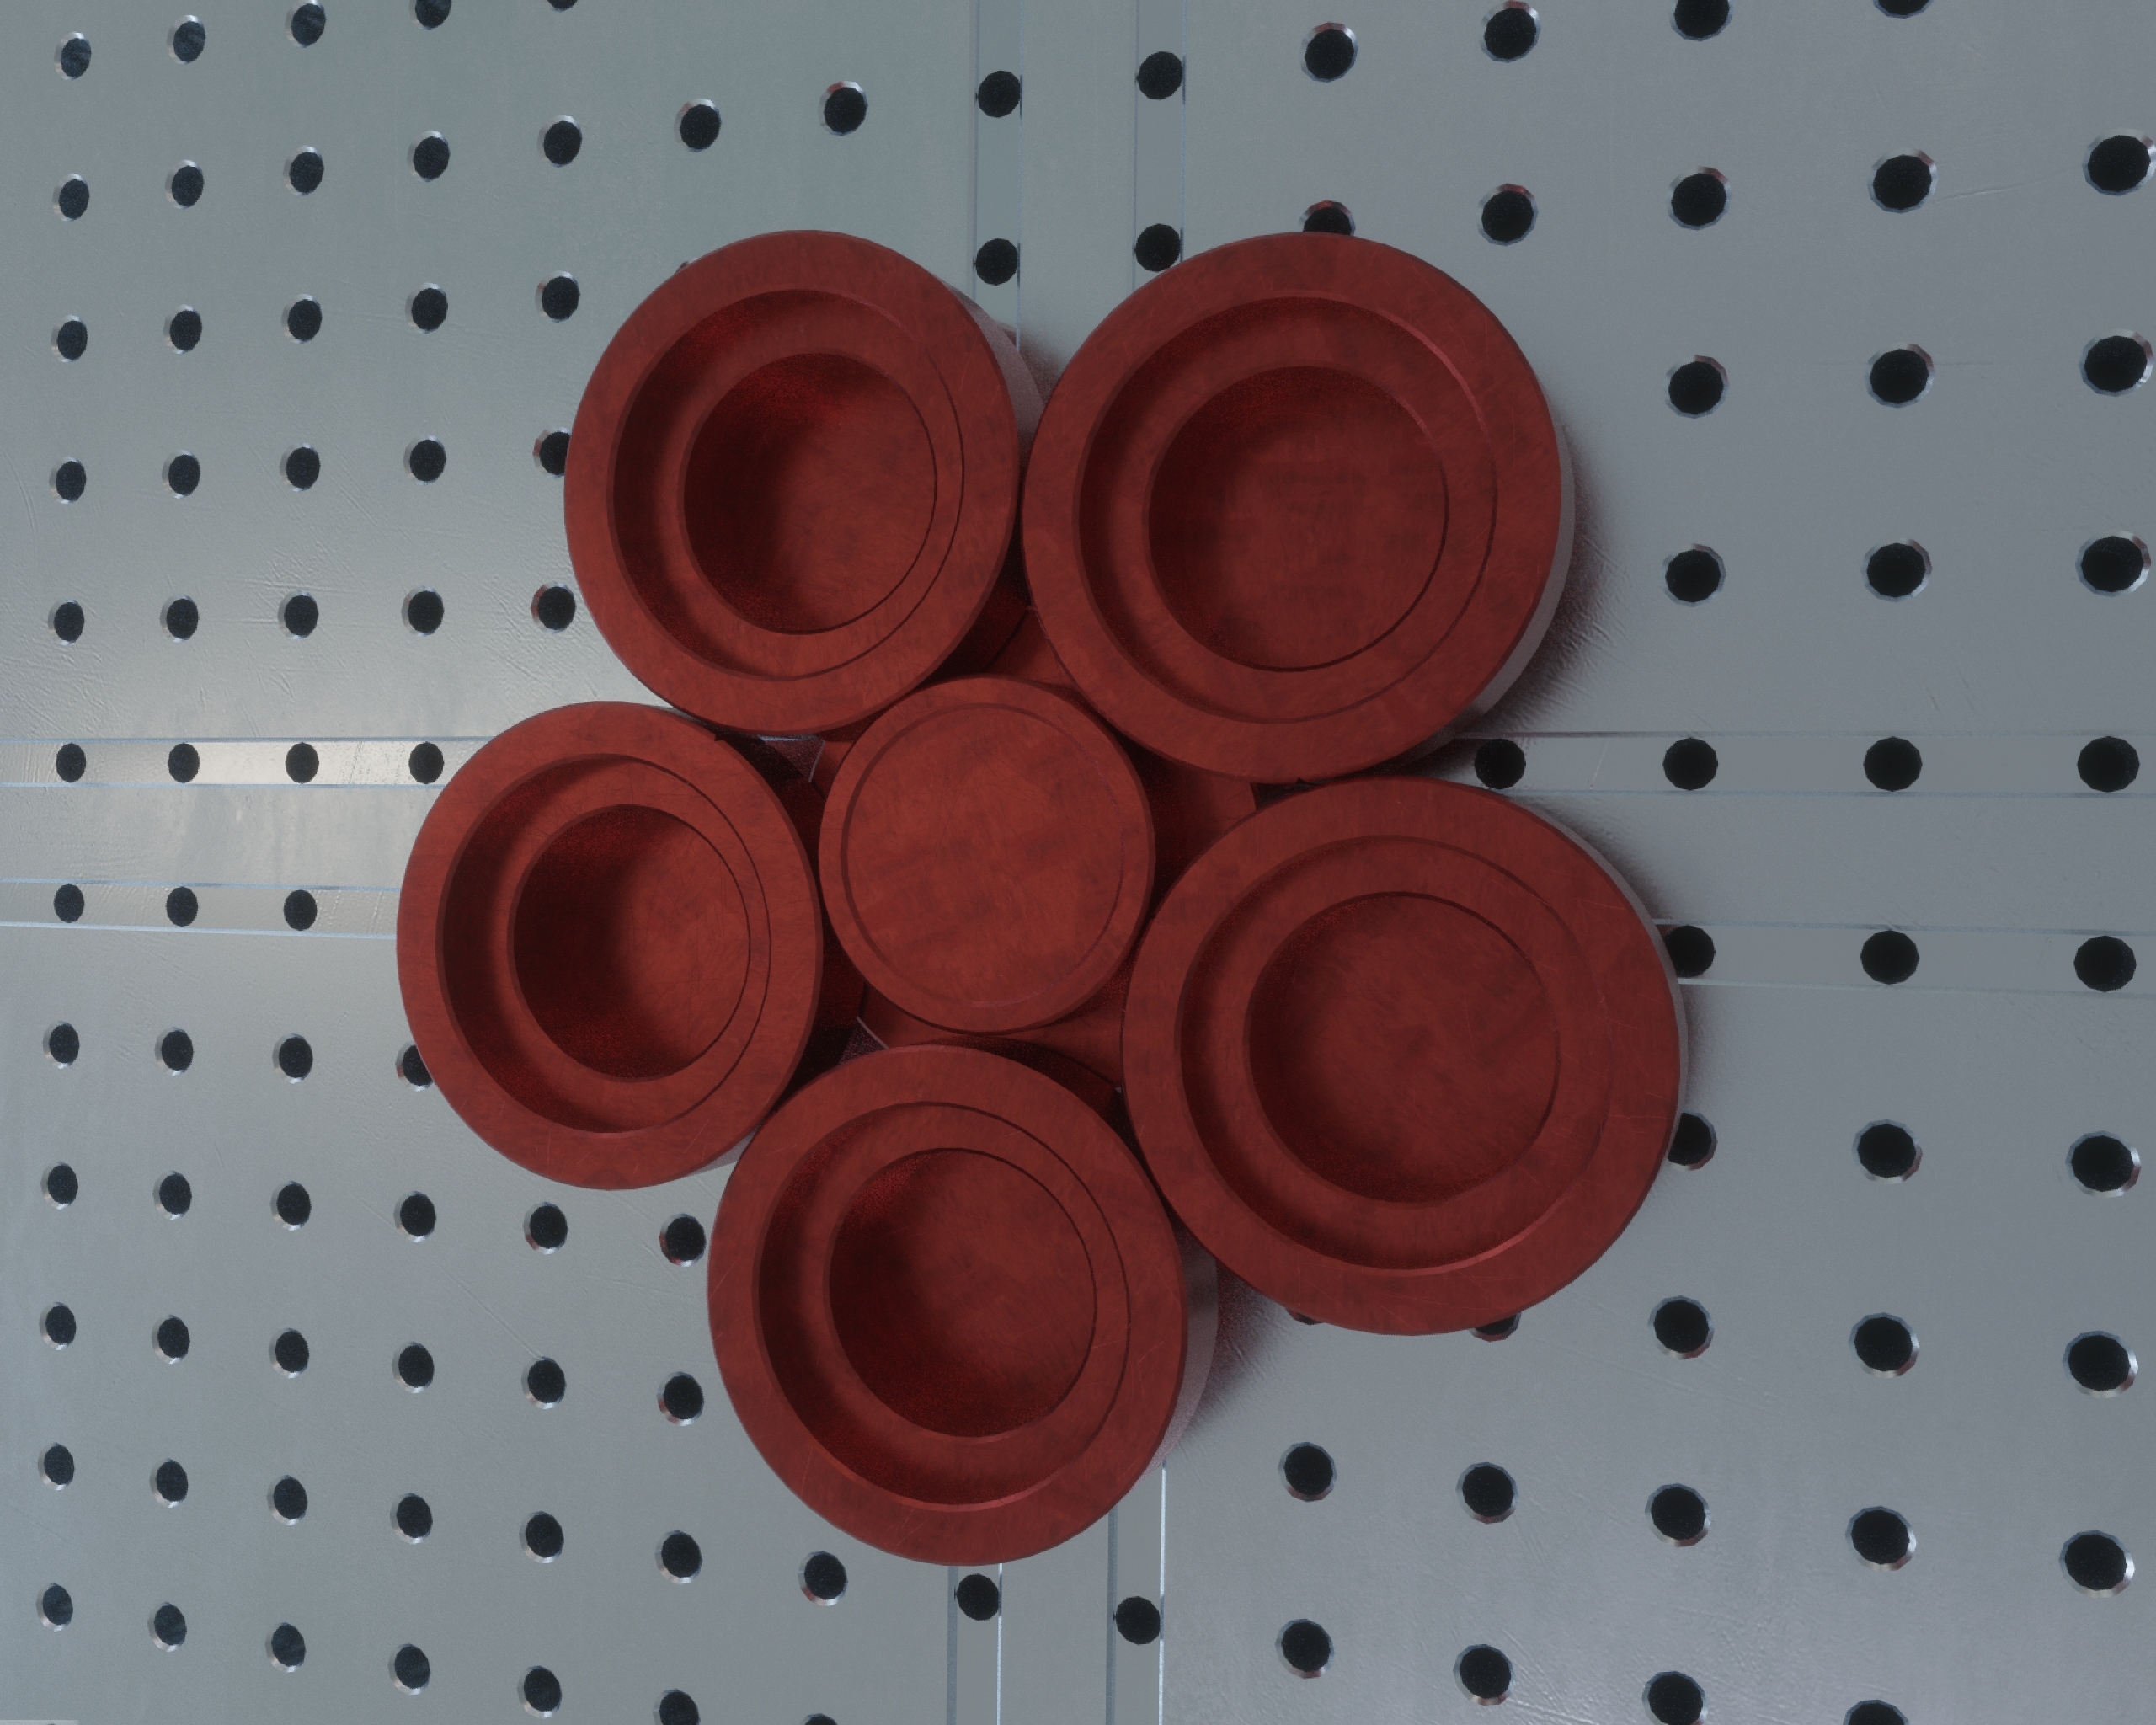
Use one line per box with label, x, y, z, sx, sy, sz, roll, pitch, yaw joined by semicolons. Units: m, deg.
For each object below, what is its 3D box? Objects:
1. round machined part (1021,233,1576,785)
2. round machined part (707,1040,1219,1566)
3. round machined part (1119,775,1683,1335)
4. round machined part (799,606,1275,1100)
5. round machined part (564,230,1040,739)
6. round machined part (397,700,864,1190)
round machined part;0.043;-0.063;0.388;0.098;0.042;0.097;0;90;20
round machined part;-0.019;0.083;0.410;0.098;0.042;0.097;0;90;20
round machined part;0.061;0.033;0.382;0.098;0.042;0.097;0;90;20
round machined part;-0.011;-0.001;0.407;0.098;0.042;0.097;0;90;20
round machined part;-0.050;-0.073;0.421;0.098;0.042;0.097;0;90;20
round machined part;-0.088;0.016;0.435;0.098;0.042;0.097;0;90;20
